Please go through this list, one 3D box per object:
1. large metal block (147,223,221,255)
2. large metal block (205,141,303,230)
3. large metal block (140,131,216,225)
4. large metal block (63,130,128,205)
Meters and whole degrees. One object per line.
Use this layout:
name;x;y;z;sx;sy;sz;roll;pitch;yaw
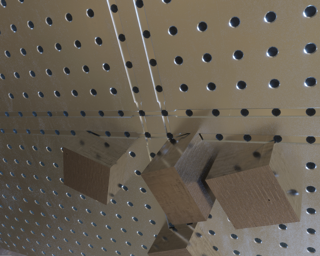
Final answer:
large metal block;0.041;0.208;0.501;0.080;0.050;0.080;-25;105;36
large metal block;0.116;0.072;0.378;0.080;0.050;0.080;-22;107;36
large metal block;0.032;0.063;0.397;0.050;0.080;0.080;-19;108;35
large metal block;-0.102;0.062;0.485;0.080;0.050;0.079;22;127;14
